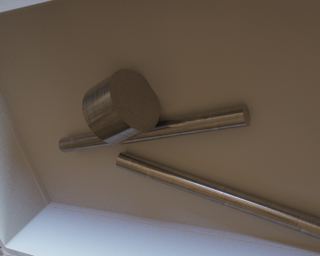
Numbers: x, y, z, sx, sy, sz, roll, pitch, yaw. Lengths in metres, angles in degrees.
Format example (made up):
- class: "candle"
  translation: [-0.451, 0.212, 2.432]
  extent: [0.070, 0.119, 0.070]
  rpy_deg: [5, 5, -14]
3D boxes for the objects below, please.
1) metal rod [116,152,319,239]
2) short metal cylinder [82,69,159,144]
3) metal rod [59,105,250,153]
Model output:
- class: "metal rod"
  translation: [0.077, 0.088, 0.421]
  extent: [0.301, 0.025, 0.025]
  rpy_deg: [17, 125, 18]
- class: "short metal cylinder"
  translation: [-0.046, -0.026, 0.380]
  extent: [0.050, 0.080, 0.080]
  rpy_deg: [-24, 106, 36]
- class: "metal rod"
  translation: [-0.029, 0.007, 0.426]
  extent: [0.300, 0.025, 0.025]
  rpy_deg: [-9, 114, 32]
